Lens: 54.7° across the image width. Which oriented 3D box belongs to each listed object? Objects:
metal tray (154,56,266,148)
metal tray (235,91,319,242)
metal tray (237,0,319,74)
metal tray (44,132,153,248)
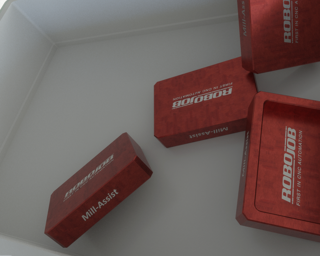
[{"bbox_3d":[0.057,-0.032,0.392,0.130,0.030,0.090,-14,56,20],"label":"metal tray"},{"bbox_3d":[0.126,0.033,0.293,0.090,0.030,0.130,11,65,6],"label":"metal tray"},{"bbox_3d":[0.133,-0.132,0.336,0.091,0.129,0.030,-12,20,-7],"label":"metal tray"},{"bbox_3d":[-0.075,0.069,0.374,0.130,0.030,0.090,-40,22,0],"label":"metal tray"}]
